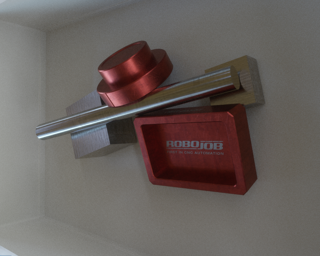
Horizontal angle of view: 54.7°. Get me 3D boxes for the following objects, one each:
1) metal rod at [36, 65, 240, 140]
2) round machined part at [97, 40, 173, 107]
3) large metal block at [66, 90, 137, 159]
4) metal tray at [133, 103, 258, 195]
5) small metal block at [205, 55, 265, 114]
[{"bbox_3d":[-0.050,-0.022,0.386,0.300,0.025,0.025,-13,82,31],"label":"metal rod"},{"bbox_3d":[-0.037,-0.072,0.383,0.098,0.098,0.042,-6,127,39],"label":"round machined part"},{"bbox_3d":[-0.088,-0.004,0.458,0.080,0.050,0.080,-23,76,37],"label":"large metal block"},{"bbox_3d":[0.036,0.023,0.352,0.130,0.030,0.089,-2,108,39],"label":"metal tray"},{"bbox_3d":[0.081,-0.045,0.337,0.050,0.025,0.050,-15,81,38],"label":"small metal block"}]
